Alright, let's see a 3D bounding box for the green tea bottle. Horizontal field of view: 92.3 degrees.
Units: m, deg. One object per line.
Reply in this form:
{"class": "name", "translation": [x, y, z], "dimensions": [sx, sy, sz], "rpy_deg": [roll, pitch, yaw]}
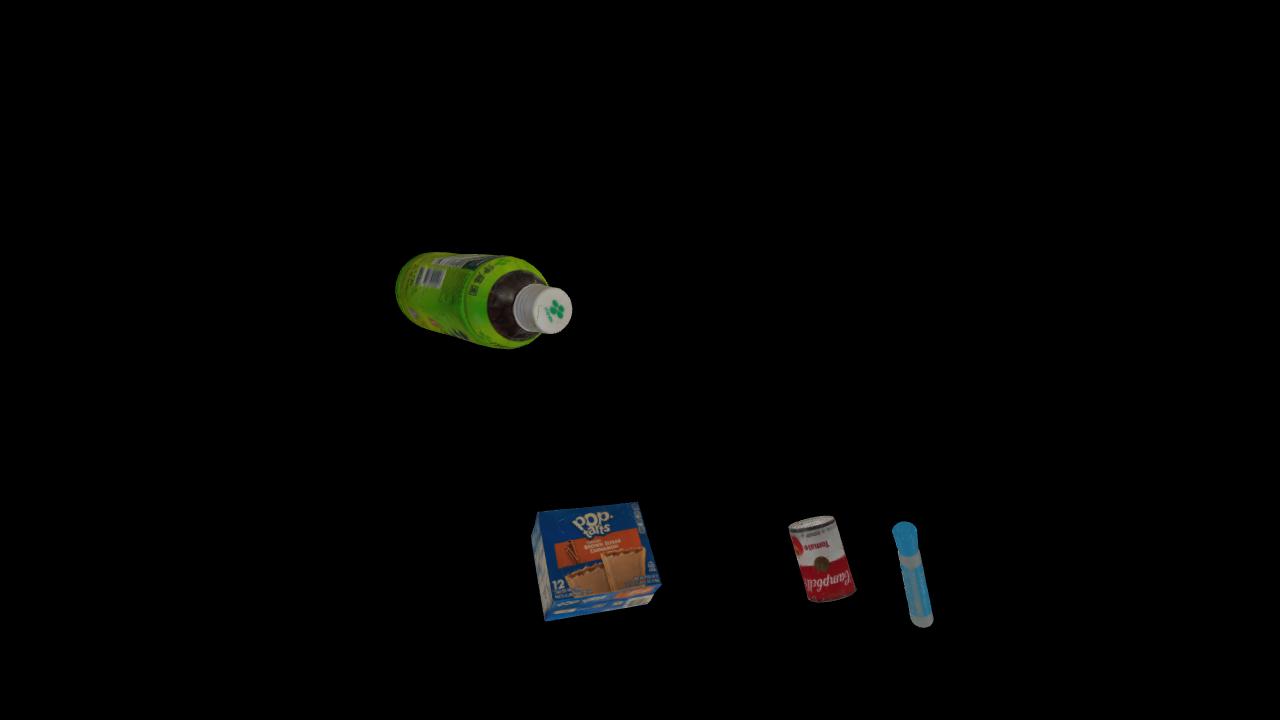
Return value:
{"class": "green tea bottle", "translation": [-0.123, -0.047, 0.475], "dimensions": [0.073, 0.073, 0.212], "rpy_deg": [0, 8, -38]}

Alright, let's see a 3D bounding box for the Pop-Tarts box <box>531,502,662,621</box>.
{"class": "Pop-Tarts box", "translation": [-0.071, 0.305, 0.943], "dimensions": [0.167, 0.141, 0.083], "rpy_deg": [0, -42, -23]}

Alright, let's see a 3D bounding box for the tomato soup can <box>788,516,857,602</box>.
{"class": "tomato soup can", "translation": [0.253, 0.275, 0.856], "dimensions": [0.068, 0.101, 0.068], "rpy_deg": [-14, -8, -2]}

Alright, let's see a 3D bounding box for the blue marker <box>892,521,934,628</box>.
{"class": "blue marker", "translation": [0.230, 0.181, 0.518], "dimensions": [0.020, 0.121, 0.020], "rpy_deg": [-18, 28, 10]}
